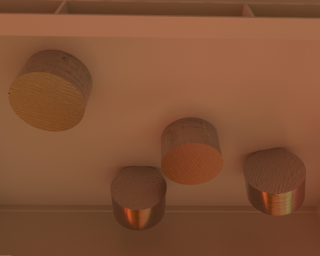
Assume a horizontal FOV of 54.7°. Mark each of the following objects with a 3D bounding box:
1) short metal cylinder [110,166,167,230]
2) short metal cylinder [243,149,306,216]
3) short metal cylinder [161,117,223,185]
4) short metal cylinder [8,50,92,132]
[{"bbox_3d":[-0.031,0.103,0.460,0.081,0.080,0.050,1,130,-1],"label":"short metal cylinder"},{"bbox_3d":[0.162,0.075,0.438,0.080,0.080,0.050,-12,129,9],"label":"short metal cylinder"},{"bbox_3d":[0.042,0.032,0.420,0.081,0.050,0.079,0,130,0],"label":"short metal cylinder"},{"bbox_3d":[-0.122,-0.042,0.356,0.081,0.050,0.079,0,130,0],"label":"short metal cylinder"}]
